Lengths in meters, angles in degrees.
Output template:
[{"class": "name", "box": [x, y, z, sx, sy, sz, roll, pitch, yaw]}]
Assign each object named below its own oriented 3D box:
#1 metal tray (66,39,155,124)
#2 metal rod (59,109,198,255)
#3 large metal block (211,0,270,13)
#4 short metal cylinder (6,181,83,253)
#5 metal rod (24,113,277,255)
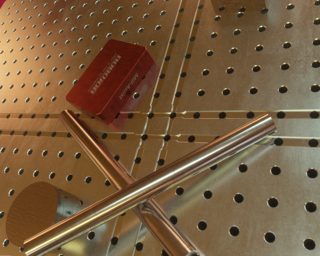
[{"class": "metal tray", "box": [-0.080, -0.078, 0.495, 0.090, 0.030, 0.130, 24, 74, 36]}, {"class": "metal rod", "box": [-0.061, 0.057, 0.405, 0.025, 0.025, 0.300, -46, 51, -4]}, {"class": "large metal block", "box": [0.125, -0.222, 0.463, 0.080, 0.050, 0.080, 10, 67, 32]}, {"class": "short metal cylinder", "box": [-0.147, 0.115, 0.399, 0.080, 0.050, 0.080, -13, 56, 21]}, {"class": "metal rod", "box": [-0.009, 0.064, 0.345, 0.301, 0.025, 0.025, -28, 52, -1]}]
